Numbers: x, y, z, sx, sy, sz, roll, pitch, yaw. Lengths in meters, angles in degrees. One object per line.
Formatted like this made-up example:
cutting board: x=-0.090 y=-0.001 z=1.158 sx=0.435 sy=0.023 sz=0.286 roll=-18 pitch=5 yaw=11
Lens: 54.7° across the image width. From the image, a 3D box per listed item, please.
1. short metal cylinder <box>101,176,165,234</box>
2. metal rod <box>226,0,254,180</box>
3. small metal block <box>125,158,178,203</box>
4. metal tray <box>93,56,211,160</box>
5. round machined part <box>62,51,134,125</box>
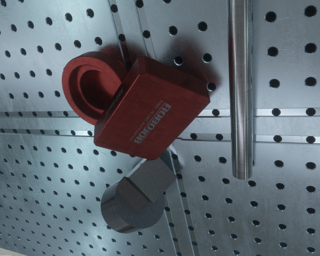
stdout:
short metal cylinder: x=-0.040 y=0.111 z=0.459 sx=0.080 sy=0.080 sz=0.050 roll=47 pitch=139 yaw=-5
metal rod: x=0.084 y=-0.073 z=0.321 sx=0.025 sy=0.025 sz=0.298 roll=5 pitch=121 yaw=25
small metal block: x=-0.012 y=0.070 z=0.440 sx=0.050 sy=0.050 sz=0.025 roll=48 pitch=161 yaw=-6
metal tray: x=-0.014 y=-0.016 z=0.373 sx=0.091 sy=0.030 sz=0.129 roll=18 pitch=133 yaw=-26
round machined part: x=-0.075 y=-0.053 z=0.405 sx=0.098 sy=0.042 sz=0.097 roll=13 pitch=124 yaw=20
